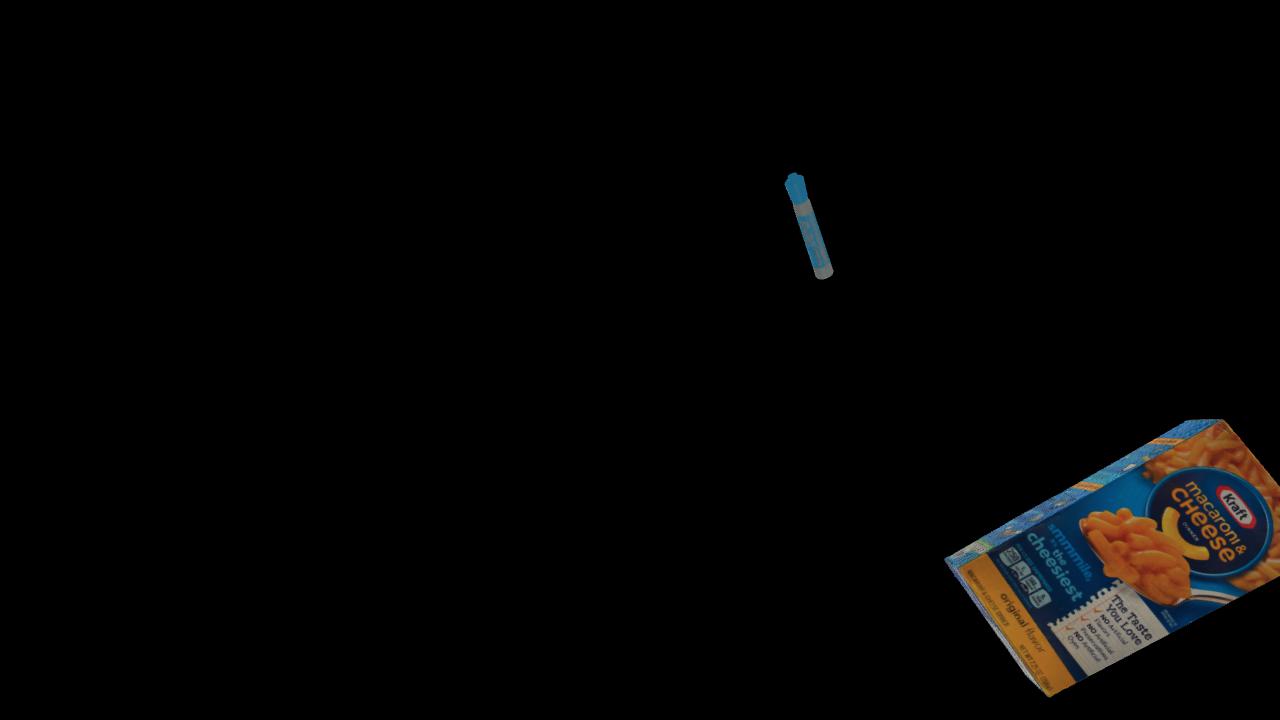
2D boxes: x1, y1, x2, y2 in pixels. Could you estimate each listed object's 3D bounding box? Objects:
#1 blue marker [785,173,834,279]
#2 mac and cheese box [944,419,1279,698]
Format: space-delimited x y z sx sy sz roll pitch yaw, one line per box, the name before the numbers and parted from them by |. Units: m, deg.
blue marker | 0.171 -0.134 0.621 0.020 0.121 0.020 -20 35 15
mac and cheese box | 0.307 0.124 0.393 0.184 0.093 0.041 -34 -13 7
